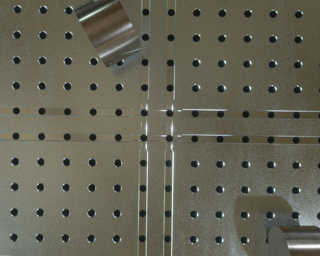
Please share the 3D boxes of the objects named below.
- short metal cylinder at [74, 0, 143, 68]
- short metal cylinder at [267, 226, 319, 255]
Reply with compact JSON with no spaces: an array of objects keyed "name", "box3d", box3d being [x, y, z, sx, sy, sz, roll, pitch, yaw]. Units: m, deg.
[{"name":"short metal cylinder","box3d":[-0.063,-0.122,0.385,0.050,0.080,0.080,-28,90,0]},{"name":"short metal cylinder","box3d":[0.173,0.164,0.387,0.050,0.080,0.079,0,90,0]}]
